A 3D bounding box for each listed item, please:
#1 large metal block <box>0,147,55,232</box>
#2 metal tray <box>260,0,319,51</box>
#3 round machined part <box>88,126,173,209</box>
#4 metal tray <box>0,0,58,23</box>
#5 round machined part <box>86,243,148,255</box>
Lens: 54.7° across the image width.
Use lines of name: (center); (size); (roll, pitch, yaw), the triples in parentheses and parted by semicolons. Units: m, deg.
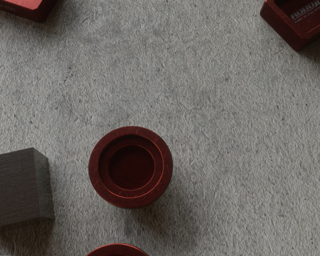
large metal block: (-0.177, 0.076, 0.365); (0.081, 0.050, 0.080); (-13, 71, -5)
metal tray: (0.234, -0.186, 0.476); (0.131, 0.030, 0.090); (-33, 74, -12)
round machined part: (-0.034, 0.050, 0.380); (0.099, 0.042, 0.098); (0, 70, -1)
metal tray: (-0.225, -0.226, 0.485); (0.131, 0.030, 0.090); (20, 71, 6)
round machined part: (-0.046, 0.176, 0.334); (0.099, 0.042, 0.098); (0, 70, -1)
